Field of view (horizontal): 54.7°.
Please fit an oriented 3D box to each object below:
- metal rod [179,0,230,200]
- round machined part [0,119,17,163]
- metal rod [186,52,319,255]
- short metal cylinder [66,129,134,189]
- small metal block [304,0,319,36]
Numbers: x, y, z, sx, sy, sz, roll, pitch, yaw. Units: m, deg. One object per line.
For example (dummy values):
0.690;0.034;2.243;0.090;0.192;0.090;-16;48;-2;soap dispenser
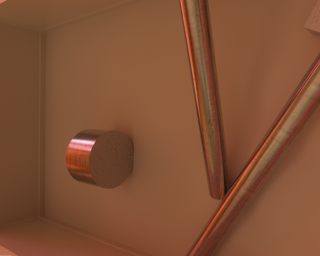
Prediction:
0.040;-0.060;0.292;0.025;0.025;0.298;9;121;39;metal rod
-0.354;0.029;0.686;0.098;0.042;0.097;0;90;39;round machined part
0.099;0.039;0.307;0.025;0.025;0.298;42;120;31;metal rod
-0.083;0.042;0.437;0.050;0.081;0.079;2;92;40;short metal cylinder
0.165;-0.102;0.270;0.050;0.025;0.050;35;111;34;small metal block
